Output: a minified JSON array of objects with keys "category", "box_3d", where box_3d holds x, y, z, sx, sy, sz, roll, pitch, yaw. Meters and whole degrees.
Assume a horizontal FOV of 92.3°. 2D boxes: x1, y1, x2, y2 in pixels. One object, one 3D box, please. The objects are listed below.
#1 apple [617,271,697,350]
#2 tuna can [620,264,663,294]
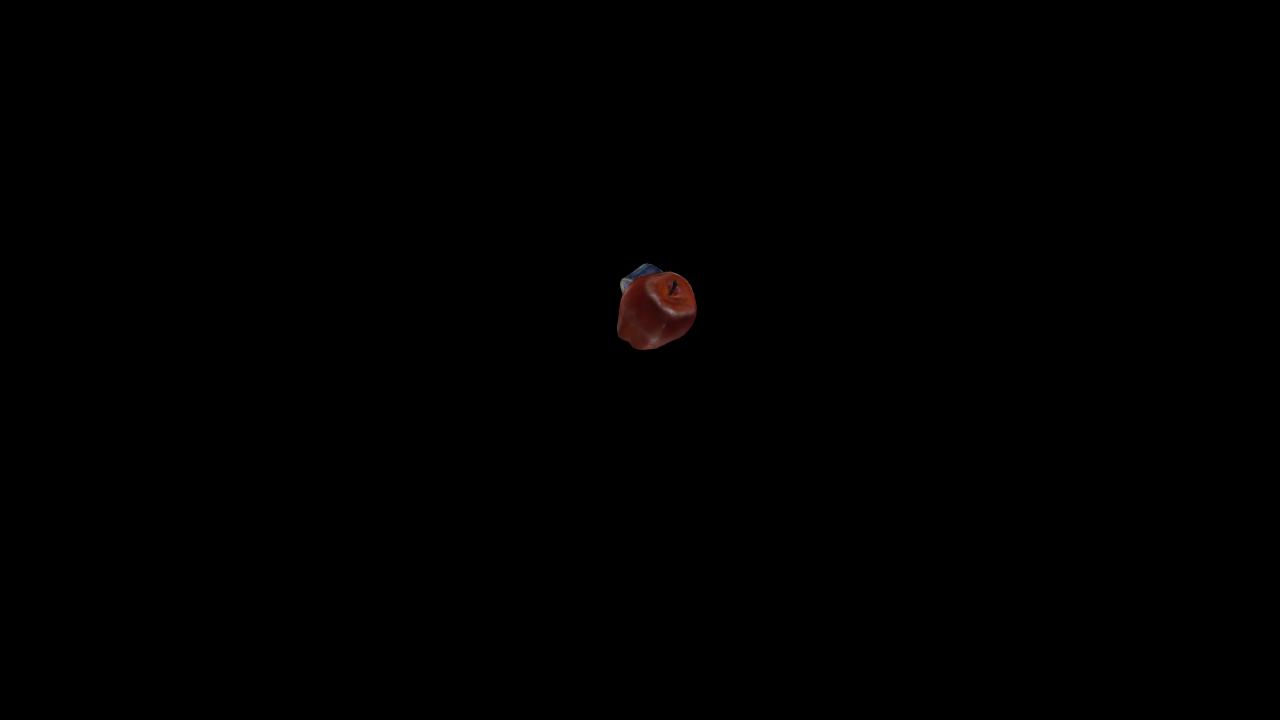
[{"category":"apple","box_3d":[0.016,-0.051,0.638,0.079,0.079,0.093,0,-30,-33]},{"category":"tuna can","box_3d":[0.017,-0.064,0.677,0.034,0.084,0.084,-39,11,-13]}]
